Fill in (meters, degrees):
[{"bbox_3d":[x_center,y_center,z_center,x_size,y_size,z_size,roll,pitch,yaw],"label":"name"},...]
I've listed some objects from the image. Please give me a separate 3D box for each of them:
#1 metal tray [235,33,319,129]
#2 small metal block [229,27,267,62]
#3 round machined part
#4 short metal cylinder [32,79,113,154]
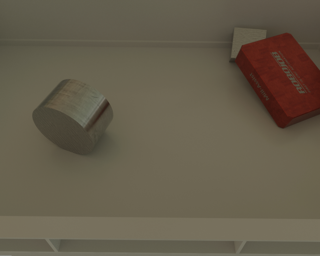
[{"bbox_3d":[0.180,-0.072,0.445,0.091,0.030,0.130,-19,66,-16],"label":"metal tray"},{"bbox_3d":[0.142,-0.132,0.502,0.050,0.025,0.050,7,87,5],"label":"small metal block"},{"bbox_3d":[0.278,-0.223,0.588,0.099,0.042,0.098,0,50,0],"label":"round machined part"},{"bbox_3d":[-0.105,-0.013,0.379,0.080,0.080,0.050,17,52,13],"label":"short metal cylinder"}]
